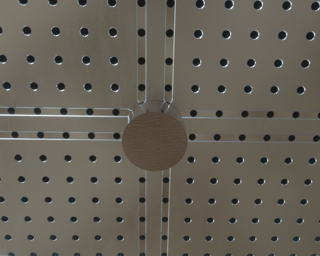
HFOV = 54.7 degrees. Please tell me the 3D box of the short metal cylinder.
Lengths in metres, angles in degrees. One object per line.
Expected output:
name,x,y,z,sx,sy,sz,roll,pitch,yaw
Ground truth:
short metal cylinder,-0.006,0.009,0.403,0.081,0.050,0.079,0,110,-1
